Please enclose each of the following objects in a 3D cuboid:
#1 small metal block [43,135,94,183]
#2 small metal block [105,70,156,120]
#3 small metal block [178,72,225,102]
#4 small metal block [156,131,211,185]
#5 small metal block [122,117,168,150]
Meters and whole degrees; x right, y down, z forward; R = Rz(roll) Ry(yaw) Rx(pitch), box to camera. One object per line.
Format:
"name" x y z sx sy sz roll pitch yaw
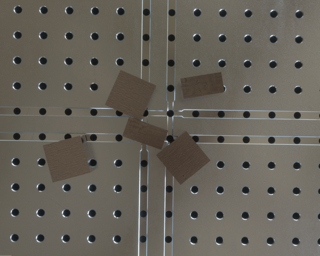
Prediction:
"small metal block" -0.121 0.040 0.413 0.050 0.025 0.050 -15 90 0
"small metal block" -0.038 -0.043 0.413 0.050 0.025 0.050 24 90 0
"small metal block" 0.052 -0.052 0.401 0.050 0.050 0.025 -9 90 0
"small metal block" 0.030 0.039 0.414 0.050 0.025 0.050 -39 90 0
"small metal block" -0.018 0.006 0.401 0.050 0.050 0.025 19 90 0
